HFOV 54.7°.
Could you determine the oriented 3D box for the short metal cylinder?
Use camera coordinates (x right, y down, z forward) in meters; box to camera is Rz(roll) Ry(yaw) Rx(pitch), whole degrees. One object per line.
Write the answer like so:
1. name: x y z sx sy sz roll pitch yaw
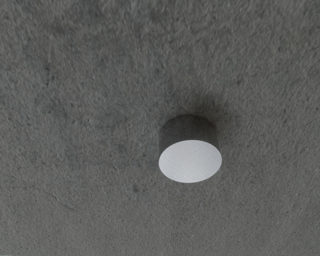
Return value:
1. short metal cylinder: 0.039 0.029 0.416 0.081 0.050 0.079 0 130 0
